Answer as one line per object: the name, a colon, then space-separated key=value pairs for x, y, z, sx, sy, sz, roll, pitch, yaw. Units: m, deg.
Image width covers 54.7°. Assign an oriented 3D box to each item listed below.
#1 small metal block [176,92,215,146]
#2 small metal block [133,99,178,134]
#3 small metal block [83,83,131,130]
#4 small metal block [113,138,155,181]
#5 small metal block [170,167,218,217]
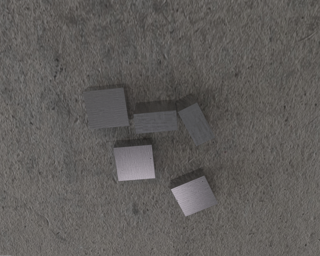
small metal block: x=0.044 y=-0.012 z=0.392 sx=0.025 sy=0.050 sz=0.050 roll=-27 pitch=108 yaw=9
small metal block: x=-0.005 y=-0.016 z=0.391 sx=0.050 sy=0.050 sz=0.025 roll=-5 pitch=110 yaw=2
small metal block: x=-0.067 y=-0.028 z=0.399 sx=0.050 sy=0.025 sz=0.050 roll=-6 pitch=110 yaw=2
small metal block: x=-0.034 y=0.043 z=0.425 sx=0.050 sy=0.025 sz=0.050 roll=-5 pitch=110 yaw=1
small metal block: x=0.049 y=0.091 z=0.444 sx=0.050 sy=0.025 sz=0.050 roll=-24 pitch=109 yaw=8
